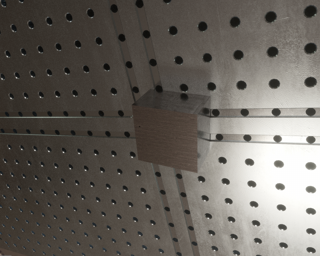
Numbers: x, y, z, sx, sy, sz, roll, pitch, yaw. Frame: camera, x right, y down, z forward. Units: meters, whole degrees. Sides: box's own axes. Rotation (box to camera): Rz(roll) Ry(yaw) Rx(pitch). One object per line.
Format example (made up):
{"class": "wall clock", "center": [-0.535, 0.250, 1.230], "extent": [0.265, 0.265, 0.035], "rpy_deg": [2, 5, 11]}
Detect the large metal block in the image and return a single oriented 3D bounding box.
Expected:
{"class": "large metal block", "center": [0.016, 0.002, 0.386], "extent": [0.080, 0.050, 0.079], "rpy_deg": [10, 123, 22]}
